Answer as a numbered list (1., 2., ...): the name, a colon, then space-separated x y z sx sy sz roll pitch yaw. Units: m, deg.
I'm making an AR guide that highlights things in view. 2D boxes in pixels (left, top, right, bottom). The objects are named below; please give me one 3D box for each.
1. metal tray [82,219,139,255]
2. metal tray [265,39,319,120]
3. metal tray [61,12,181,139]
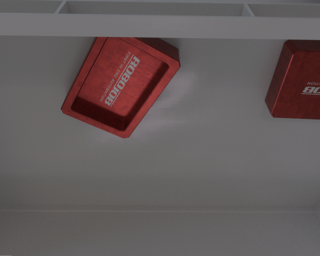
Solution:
1. metal tray: -0.101 0.232 0.604 0.091 0.030 0.129 12 129 -11
2. metal tray: 0.201 -0.053 0.362 0.131 0.030 0.089 2 130 -2
3. metal tray: -0.048 -0.053 0.359 0.090 0.030 0.129 24 126 -20
